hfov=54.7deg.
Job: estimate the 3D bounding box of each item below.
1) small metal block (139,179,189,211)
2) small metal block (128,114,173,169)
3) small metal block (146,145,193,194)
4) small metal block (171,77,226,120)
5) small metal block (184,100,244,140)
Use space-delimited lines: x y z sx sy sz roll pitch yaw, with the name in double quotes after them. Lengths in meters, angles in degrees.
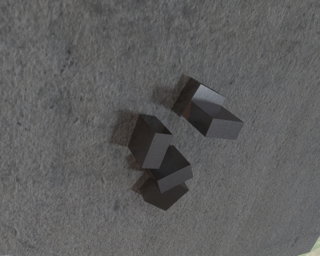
0.007 0.093 0.466 0.050 0.025 0.050 -44 130 11 "small metal block"
-0.014 0.017 0.395 0.025 0.050 0.050 8 115 -32 "small metal block"
0.011 0.056 0.433 0.050 0.050 0.025 -24 127 -14 "small metal block"
0.052 -0.033 0.417 0.050 0.025 0.050 21 107 -37 "small metal block"
0.068 -0.010 0.391 0.050 0.050 0.025 6 116 -32 "small metal block"
